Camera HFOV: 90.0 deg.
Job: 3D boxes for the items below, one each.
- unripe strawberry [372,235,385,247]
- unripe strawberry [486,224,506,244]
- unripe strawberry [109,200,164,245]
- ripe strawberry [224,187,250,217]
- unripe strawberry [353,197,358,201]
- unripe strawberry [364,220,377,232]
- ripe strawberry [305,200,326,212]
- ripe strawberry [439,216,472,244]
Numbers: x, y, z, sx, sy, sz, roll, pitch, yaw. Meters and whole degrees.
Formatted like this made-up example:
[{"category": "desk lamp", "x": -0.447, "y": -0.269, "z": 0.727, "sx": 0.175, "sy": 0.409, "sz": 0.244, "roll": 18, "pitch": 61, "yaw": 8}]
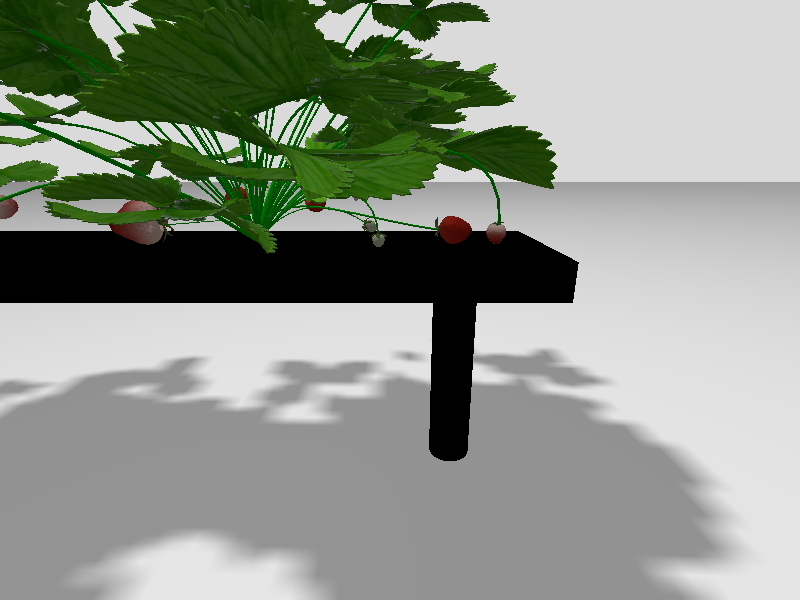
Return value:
[{"category": "unripe strawberry", "x": -0.016, "y": -0.043, "z": 0.293, "sx": 0.010, "sy": 0.010, "sz": 0.009, "roll": 9, "pitch": 20, "yaw": 27}, {"category": "unripe strawberry", "x": 0.074, "y": -0.051, "z": 0.307, "sx": 0.015, "sy": 0.015, "sz": 0.014, "roll": 4, "pitch": 18, "yaw": 11}, {"category": "unripe strawberry", "x": -0.213, "y": -0.063, "z": 0.326, "sx": 0.037, "sy": 0.037, "sz": 0.041, "roll": -5, "pitch": 19, "yaw": -13}, {"category": "ripe strawberry", "x": -0.210, "y": -0.127, "z": 0.519, "sx": 0.034, "sy": 0.039, "sz": 0.037, "roll": -8, "pitch": 18, "yaw": -24}, {"category": "unripe strawberry", "x": -0.070, "y": -0.163, "z": 0.639, "sx": 0.009, "sy": 0.010, "sz": 0.010, "roll": 3, "pitch": 18, "yaw": 10}, {"category": "unripe strawberry", "x": -0.029, "y": -0.073, "z": 0.397, "sx": 0.013, "sy": 0.011, "sz": 0.013, "roll": 22, "pitch": 4, "yaw": -32}, {"category": "ripe strawberry", "x": -0.123, "y": -0.141, "z": 0.586, "sx": 0.030, "sy": 0.025, "sz": 0.030, "roll": 0, "pitch": -29, "yaw": 0}, {"category": "ripe strawberry", "x": 0.046, "y": -0.058, "z": 0.331, "sx": 0.027, "sy": 0.023, "sz": 0.027, "roll": 2, "pitch": 18, "yaw": 5}]
